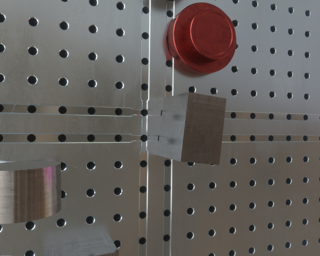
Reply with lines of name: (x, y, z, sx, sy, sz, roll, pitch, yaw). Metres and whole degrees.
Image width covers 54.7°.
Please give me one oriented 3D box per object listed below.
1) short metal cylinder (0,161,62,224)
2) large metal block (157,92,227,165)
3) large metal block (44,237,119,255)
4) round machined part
short metal cylinder: (-0.147, 0.064, 0.329, 0.081, 0.080, 0.050, -1, 91, -20)
large metal block: (0.038, 0.001, 0.397, 0.050, 0.080, 0.080, 7, 88, -20)
large metal block: (-0.092, 0.183, 0.366, 0.081, 0.050, 0.080, -2, 91, -20)
round machined part: (0.064, -0.125, 0.427, 0.099, 0.042, 0.097, 0, 90, -20)
